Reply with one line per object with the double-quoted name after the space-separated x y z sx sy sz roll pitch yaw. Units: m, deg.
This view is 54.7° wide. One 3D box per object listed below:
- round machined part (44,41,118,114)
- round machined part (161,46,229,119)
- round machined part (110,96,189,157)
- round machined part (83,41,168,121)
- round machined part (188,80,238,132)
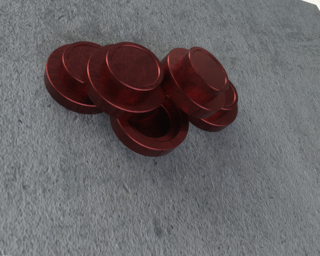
-0.091 -0.069 0.388 0.099 0.042 0.098 14 56 -21 "round machined part"
0.049 -0.064 0.395 0.099 0.042 0.098 25 46 -29 "round machined part"
-0.016 -0.008 0.392 0.099 0.042 0.098 14 56 -21 "round machined part"
-0.035 -0.061 0.359 0.099 0.042 0.098 14 56 -21 "round machined part"
0.077 -0.046 0.466 0.099 0.042 0.098 14 56 -21 "round machined part"
